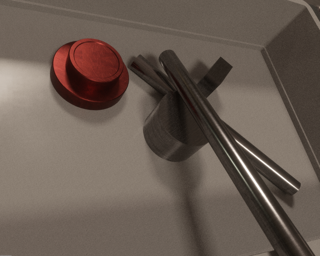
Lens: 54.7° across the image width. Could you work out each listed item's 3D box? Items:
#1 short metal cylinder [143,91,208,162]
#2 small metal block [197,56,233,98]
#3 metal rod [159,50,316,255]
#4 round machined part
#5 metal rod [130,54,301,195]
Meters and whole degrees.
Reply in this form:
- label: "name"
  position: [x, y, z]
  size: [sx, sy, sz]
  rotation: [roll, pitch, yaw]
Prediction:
- label: "short metal cylinder"
  position: [0.025, -0.002, 0.406]
  size: [0.081, 0.050, 0.080]
  rotation: [14, 56, -21]
- label: "small metal block"
  position: [0.080, -0.076, 0.481]
  size: [0.025, 0.050, 0.050]
  rotation: [40, 51, -2]
- label: "metal rod"
  position: [0.061, 0.005, 0.337]
  size: [0.025, 0.025, 0.300]
  rotation: [0, 44, -29]
- label: "round machined part"
  position: [-0.086, -0.075, 0.395]
  size: [0.099, 0.042, 0.098]
  rotation: [14, 56, -21]
- label: "metal rod"
  position: [0.082, -0.003, 0.453]
  size: [0.300, 0.025, 0.025]
  rotation: [38, 51, -3]
